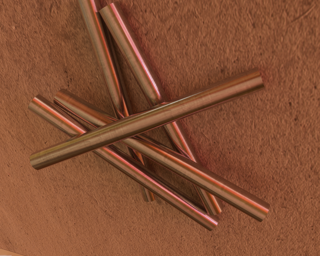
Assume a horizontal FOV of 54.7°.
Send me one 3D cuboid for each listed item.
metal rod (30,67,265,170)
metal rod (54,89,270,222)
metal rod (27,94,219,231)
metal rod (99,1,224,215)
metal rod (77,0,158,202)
[{"bbox_3d":[-0.030,-0.004,0.367,0.300,0.025,0.025,-20,109,18],"label":"metal rod"},{"bbox_3d":[-0.005,0.030,0.393,0.301,0.025,0.025,29,128,10],"label":"metal rod"},{"bbox_3d":[-0.044,0.052,0.427,0.301,0.025,0.025,36,130,-9],"label":"metal rod"},{"bbox_3d":[0.010,-0.012,0.394,0.025,0.025,0.299,-17,110,35],"label":"metal rod"},{"bbox_3d":[-0.050,-0.025,0.417,0.025,0.025,0.298,-1,118,28],"label":"metal rod"}]
